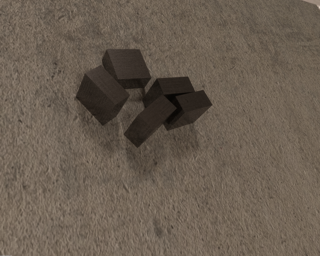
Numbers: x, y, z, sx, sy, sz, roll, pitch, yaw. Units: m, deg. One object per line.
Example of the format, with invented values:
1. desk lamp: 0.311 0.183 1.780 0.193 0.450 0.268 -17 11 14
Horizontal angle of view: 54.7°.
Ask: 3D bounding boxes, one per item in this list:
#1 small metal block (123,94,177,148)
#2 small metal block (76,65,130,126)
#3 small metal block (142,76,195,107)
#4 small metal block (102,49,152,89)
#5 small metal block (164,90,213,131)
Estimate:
1. small metal block: -0.013 -0.008 0.387 0.025 0.050 0.050 45 51 2
2. small metal block: -0.070 -0.038 0.374 0.050 0.050 0.025 46 51 3
3. small metal block: 0.011 -0.044 0.422 0.050 0.050 0.025 -9 67 -33
4. small metal block: -0.047 -0.082 0.430 0.050 0.025 0.050 -9 66 -32
5. small metal block: 0.034 -0.024 0.423 0.050 0.050 0.025 -17 71 -35
